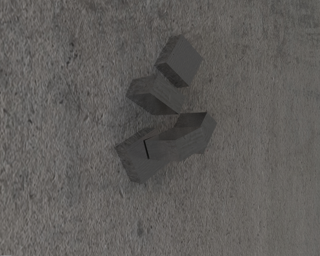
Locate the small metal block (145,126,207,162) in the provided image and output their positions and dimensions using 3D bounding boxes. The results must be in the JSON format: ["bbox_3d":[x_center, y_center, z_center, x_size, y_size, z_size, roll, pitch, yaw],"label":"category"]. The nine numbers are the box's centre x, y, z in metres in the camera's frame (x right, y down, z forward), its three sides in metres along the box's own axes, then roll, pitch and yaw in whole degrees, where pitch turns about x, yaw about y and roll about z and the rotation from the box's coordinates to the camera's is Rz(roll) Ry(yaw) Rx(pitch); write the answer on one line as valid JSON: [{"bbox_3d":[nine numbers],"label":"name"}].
[{"bbox_3d":[0.019,0.018,0.372,0.050,0.050,0.025,-24,105,-42],"label":"small metal block"}]

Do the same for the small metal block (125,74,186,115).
[{"bbox_3d":[-0.006,-0.039,0.383,0.050,0.050,0.025,34,69,-35],"label":"small metal block"}]

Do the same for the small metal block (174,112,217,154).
[{"bbox_3d":[0.043,0.006,0.424,0.025,0.050,0.050,42,65,-32],"label":"small metal block"}]

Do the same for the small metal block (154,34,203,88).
[{"bbox_3d":[0.027,-0.091,0.426,0.050,0.025,0.050,40,66,-33],"label":"small metal block"}]

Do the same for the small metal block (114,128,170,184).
[{"bbox_3d":[-0.021,0.034,0.387,0.050,0.025,0.050,-35,112,-34],"label":"small metal block"}]
